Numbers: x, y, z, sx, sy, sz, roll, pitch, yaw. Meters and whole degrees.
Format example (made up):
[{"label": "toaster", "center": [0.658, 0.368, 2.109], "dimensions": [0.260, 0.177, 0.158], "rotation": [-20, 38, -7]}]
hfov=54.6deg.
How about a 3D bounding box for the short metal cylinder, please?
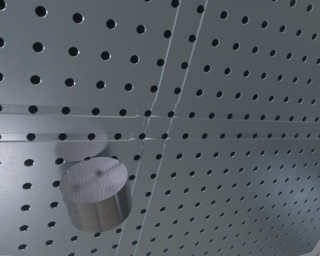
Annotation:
[{"label": "short metal cylinder", "center": [-0.077, 0.080, 0.383], "dimensions": [0.081, 0.080, 0.050], "rotation": [-17, 125, -19]}]
